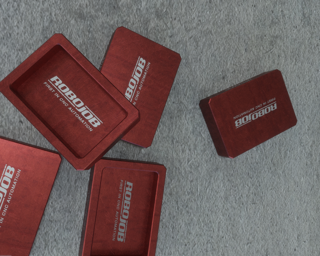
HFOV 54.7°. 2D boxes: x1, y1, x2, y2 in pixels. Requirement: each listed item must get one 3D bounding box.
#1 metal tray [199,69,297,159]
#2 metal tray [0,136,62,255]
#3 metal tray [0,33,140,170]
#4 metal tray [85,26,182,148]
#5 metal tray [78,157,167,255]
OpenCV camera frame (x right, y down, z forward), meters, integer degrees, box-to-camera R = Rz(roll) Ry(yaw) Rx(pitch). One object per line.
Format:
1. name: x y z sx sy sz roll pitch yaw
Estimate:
1. metal tray: 0.132 -0.022 0.455 0.131 0.030 0.090 -24 98 -19
2. metal tray: -0.174 0.078 0.342 0.091 0.030 0.129 19 84 -19
3. metal tray: -0.097 -0.028 0.343 0.090 0.030 0.130 -45 87 -6
4. metal tray: -0.036 -0.049 0.393 0.091 0.030 0.130 22 83 -19
5. metal tray: -0.046 0.105 0.389 0.091 0.030 0.129 8 87 -20
